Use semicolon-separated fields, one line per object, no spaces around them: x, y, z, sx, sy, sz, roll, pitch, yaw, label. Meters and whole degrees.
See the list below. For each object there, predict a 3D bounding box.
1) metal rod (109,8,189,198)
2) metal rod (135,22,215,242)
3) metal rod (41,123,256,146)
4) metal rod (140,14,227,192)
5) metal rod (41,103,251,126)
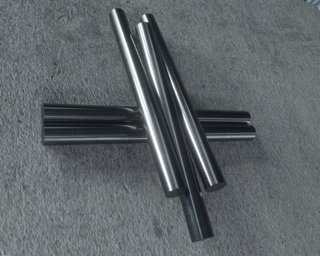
-0.024;-0.053;0.399;0.025;0.025;0.299;0;54;-29;metal rod
0.011;-0.014;0.388;0.025;0.025;0.299;0;62;-29;metal rod
0.006;0.007;0.407;0.303;0.025;0.025;0;62;-29;metal rod
0.021;-0.054;0.424;0.025;0.025;0.299;0;54;-29;metal rod
0.002;-0.015;0.418;0.303;0.025;0.025;0;62;-29;metal rod
